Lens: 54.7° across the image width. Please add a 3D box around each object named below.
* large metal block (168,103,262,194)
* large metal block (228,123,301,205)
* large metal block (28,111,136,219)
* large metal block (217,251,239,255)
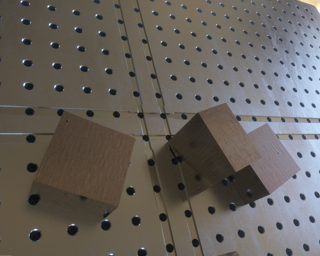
[{"bbox_3d":[0.066,0.027,0.394,0.050,0.080,0.080,-20,73,-36],"label":"large metal block"},{"bbox_3d":[0.136,0.049,0.438,0.081,0.050,0.080,-22,74,-36],"label":"large metal block"},{"bbox_3d":[-0.080,0.040,0.325,0.080,0.050,0.080,22,53,-15],"label":"large metal block"},{"bbox_3d":[0.063,0.187,0.314,0.081,0.050,0.080,-26,76,-37],"label":"large metal block"}]
